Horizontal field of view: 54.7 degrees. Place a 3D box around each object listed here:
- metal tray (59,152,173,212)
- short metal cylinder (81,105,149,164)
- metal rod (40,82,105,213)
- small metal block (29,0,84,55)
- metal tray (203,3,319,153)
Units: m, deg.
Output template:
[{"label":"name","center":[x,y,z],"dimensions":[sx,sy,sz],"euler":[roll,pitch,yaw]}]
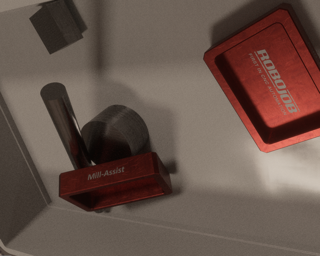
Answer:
[{"label":"metal tray","center":[-0.056,0.076,0.419],"dimensions":[0.131,0.030,0.090],"euler":[-14,150,7]},{"label":"short metal cylinder","center":[-0.063,0.014,0.433],"dimensions":[0.080,0.050,0.079],"euler":[13,124,20]},{"label":"metal rod","center":[-0.108,0.051,0.431],"dimensions":[0.025,0.025,0.298],"euler":[21,146,15]},{"label":"small metal block","center":[-0.131,-0.126,0.390],"dimensions":[0.050,0.025,0.050],"euler":[-6,117,46]},{"label":"metal tray","center":[0.116,-0.045,0.315],"dimensions":[0.090,0.030,0.130],"euler":[-26,105,36]}]
